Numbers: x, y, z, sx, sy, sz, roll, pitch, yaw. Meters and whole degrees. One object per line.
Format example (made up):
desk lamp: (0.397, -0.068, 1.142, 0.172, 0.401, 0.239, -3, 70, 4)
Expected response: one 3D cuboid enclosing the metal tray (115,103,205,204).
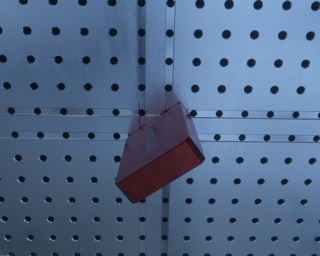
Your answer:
metal tray: (-0.001, 0.023, 0.366, 0.090, 0.130, 0.030, -33, 107, 11)
